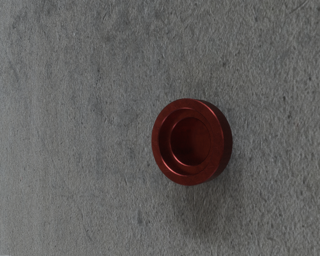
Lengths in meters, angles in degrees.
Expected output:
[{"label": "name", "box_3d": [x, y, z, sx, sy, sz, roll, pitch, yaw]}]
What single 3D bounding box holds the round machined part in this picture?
[{"label": "round machined part", "box_3d": [0.040, 0.015, 0.361, 0.098, 0.042, 0.097, 0, 90, 40]}]
